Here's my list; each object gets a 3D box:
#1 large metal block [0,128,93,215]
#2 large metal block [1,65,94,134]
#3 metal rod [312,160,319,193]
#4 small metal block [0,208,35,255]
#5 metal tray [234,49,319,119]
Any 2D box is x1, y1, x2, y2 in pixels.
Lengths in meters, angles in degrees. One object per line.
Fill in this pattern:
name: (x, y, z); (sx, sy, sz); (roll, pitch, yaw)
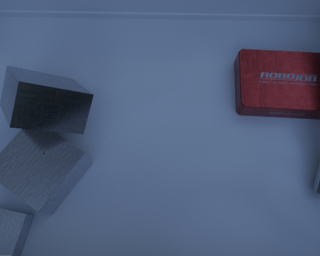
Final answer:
large metal block: (-0.143, 0.047, 0.377); (0.080, 0.050, 0.080); (33, 73, 11)
large metal block: (-0.137, -0.034, 0.369); (0.081, 0.080, 0.050); (7, 107, -36)
metal rod: (0.236, -0.064, 0.375); (0.025, 0.025, 0.298); (13, 94, 4)
small metal block: (-0.184, 0.122, 0.363); (0.050, 0.025, 0.050); (11, 70, 3)
metal tray: (0.173, -0.061, 0.432); (0.131, 0.030, 0.090); (3, 70, 0)
